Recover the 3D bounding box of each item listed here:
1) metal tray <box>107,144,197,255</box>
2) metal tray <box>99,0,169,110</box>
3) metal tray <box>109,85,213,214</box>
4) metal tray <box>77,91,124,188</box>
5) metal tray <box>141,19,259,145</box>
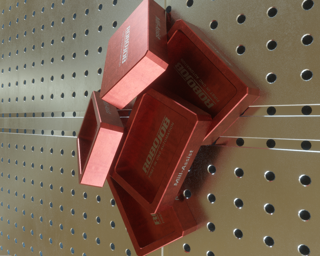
[{"bbox_3d":[-0.017,0.094,0.418,0.090,0.030,0.130,-40,66,32],"label":"metal tray"},{"bbox_3d":[-0.032,-0.097,0.391,0.090,0.030,0.130,-37,37,33],"label":"metal tray"},{"bbox_3d":[-0.005,0.023,0.369,0.090,0.030,0.129,35,111,34],"label":"metal tray"},{"bbox_3d":[-0.089,0.011,0.437,0.089,0.030,0.130,-67,24,18],"label":"metal tray"},{"bbox_3d":[0.041,-0.054,0.370,0.090,0.030,0.130,-51,61,27],"label":"metal tray"}]
